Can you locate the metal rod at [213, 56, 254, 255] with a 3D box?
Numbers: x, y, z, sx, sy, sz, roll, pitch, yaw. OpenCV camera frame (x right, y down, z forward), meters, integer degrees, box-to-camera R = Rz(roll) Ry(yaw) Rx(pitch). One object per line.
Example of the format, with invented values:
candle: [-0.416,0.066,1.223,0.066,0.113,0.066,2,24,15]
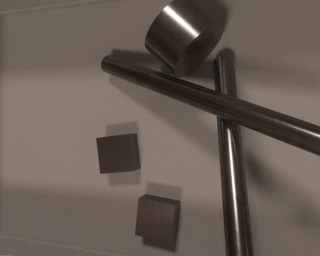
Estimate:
metal rod: [0.076,0.053,0.319,0.025,0.025,0.299,-8,63,19]

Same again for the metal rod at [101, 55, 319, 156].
metal rod: [0.039,-0.037,0.351,0.300,0.025,0.025,26,99,34]

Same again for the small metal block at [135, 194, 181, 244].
small metal block: [-0.003,0.119,0.411,0.050,0.025,0.050,7,92,19]

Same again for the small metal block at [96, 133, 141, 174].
small metal block: [-0.057,0.035,0.430,0.050,0.025,0.050,-7,88,19]

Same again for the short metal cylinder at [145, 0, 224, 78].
short metal cylinder: [0.029,-0.107,0.370,0.050,0.080,0.080,46,104,14]
